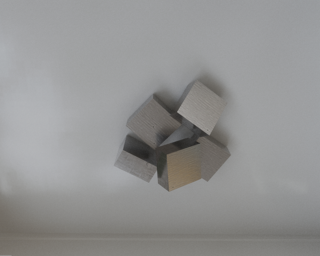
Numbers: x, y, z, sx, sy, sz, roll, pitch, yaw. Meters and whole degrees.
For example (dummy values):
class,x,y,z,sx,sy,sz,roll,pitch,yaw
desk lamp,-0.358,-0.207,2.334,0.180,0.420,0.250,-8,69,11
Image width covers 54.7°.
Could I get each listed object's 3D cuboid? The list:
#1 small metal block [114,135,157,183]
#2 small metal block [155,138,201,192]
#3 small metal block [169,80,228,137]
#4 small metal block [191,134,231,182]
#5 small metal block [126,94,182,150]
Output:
class,x,y,z,sx,sy,sz,roll,pitch,yaw
small metal block,-0.030,0.040,0.410,0.050,0.050,0.025,28,108,-10
small metal block,0.024,0.045,0.388,0.050,0.025,0.050,-16,113,-29
small metal block,0.049,-0.024,0.390,0.050,0.025,0.050,35,73,-13
small metal block,0.059,0.037,0.424,0.050,0.025,0.050,34,106,-12
small metal block,-0.008,-0.008,0.406,0.050,0.025,0.050,42,104,-14
